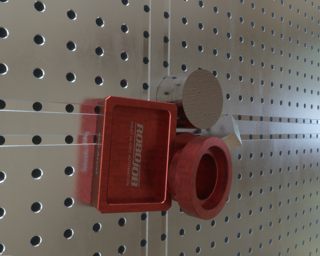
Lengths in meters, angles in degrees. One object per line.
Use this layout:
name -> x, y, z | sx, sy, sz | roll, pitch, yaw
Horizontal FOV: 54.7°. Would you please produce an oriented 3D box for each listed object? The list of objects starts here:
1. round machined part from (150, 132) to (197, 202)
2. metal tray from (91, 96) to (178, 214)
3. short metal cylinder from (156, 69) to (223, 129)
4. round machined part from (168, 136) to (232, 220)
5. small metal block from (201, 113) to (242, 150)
round machined part -> 0.037, 0.054, 0.430 | 0.099, 0.042, 0.097 | 0, 90, -40
metal tray -> -0.029, 0.032, 0.369 | 0.091, 0.030, 0.129 | 5, 87, -26
short metal cylinder -> 0.042, -0.038, 0.430 | 0.081, 0.050, 0.079 | 0, 90, -40
round machined part -> 0.046, 0.058, 0.377 | 0.099, 0.042, 0.097 | -4, 95, -50
small metal block -> 0.090, 0.011, 0.458 | 0.025, 0.050, 0.050 | 55, 23, -27
